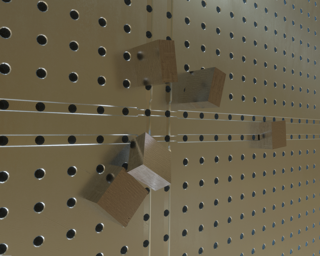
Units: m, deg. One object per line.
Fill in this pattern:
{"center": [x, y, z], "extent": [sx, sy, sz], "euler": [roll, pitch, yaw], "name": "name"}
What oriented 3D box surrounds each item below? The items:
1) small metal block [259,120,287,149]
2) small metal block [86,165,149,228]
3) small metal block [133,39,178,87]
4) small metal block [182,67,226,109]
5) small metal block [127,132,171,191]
{"center": [0.214, 0.012, 0.587], "extent": [0.050, 0.025, 0.050], "euler": [-6, 94, -40], "name": "small metal block"}
{"center": [-0.049, 0.080, 0.367], "extent": [0.050, 0.025, 0.050], "euler": [50, 61, -28], "name": "small metal block"}
{"center": [-0.006, -0.079, 0.387], "extent": [0.025, 0.050, 0.050], "euler": [-10, 97, -40], "name": "small metal block"}
{"center": [0.063, -0.056, 0.444], "extent": [0.025, 0.050, 0.050], "euler": [22, 76, -38], "name": "small metal block"}
{"center": [-0.012, 0.042, 0.384], "extent": [0.050, 0.025, 0.050], "euler": [40, 34, -33], "name": "small metal block"}
